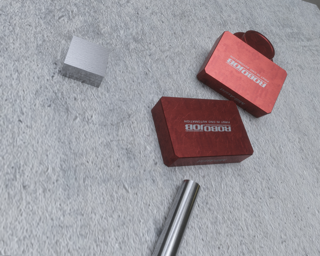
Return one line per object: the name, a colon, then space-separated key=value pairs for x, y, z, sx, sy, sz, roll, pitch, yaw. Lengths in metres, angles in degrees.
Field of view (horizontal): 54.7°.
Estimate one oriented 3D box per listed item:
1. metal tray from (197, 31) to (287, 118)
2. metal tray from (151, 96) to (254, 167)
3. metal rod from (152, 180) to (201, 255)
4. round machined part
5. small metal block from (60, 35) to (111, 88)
metal tray: x=0.137 y=-0.088 z=0.512 sx=0.130 sy=0.030 sz=0.090 roll=32 pitch=71 yaw=-8
metal tray: x=0.060 y=0.004 z=0.432 sx=0.131 sy=0.030 sz=0.090 roll=0 pitch=62 yaw=-28
metal rod: x=-0.017 y=0.175 z=0.288 sx=0.025 sy=0.025 sz=0.301 roll=33 pitch=51 yaw=-7
round machined part: x=0.173 y=-0.142 z=0.575 sx=0.099 sy=0.042 sz=0.098 roll=14 pitch=56 yaw=-21
small metal block: x=-0.097 y=-0.087 z=0.406 sx=0.050 sy=0.025 sz=0.050 roll=18 pitch=55 yaw=-19
